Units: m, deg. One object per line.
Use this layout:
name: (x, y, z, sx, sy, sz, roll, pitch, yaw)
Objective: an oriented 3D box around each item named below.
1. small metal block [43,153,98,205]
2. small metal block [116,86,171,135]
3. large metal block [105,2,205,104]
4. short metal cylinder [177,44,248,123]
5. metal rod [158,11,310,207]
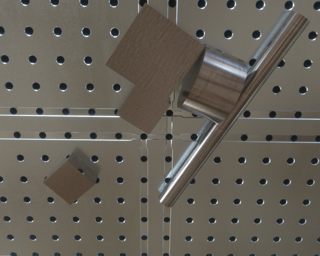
small metal block: (-0.126, 0.072, 0.439, 0.050, 0.025, 0.050, -41, 105, 13)
small metal block: (-0.021, -0.028, 0.403, 0.050, 0.025, 0.050, 33, 107, -12)
large metal block: (-0.005, -0.089, 0.367, 0.080, 0.050, 0.080, 33, 107, -12)
short metal cylinder: (0.059, -0.052, 0.365, 0.050, 0.080, 0.079, 21, 109, -8)
metal rod: (0.087, -0.012, 0.409, 0.025, 0.025, 0.299, 30, 107, -11)
